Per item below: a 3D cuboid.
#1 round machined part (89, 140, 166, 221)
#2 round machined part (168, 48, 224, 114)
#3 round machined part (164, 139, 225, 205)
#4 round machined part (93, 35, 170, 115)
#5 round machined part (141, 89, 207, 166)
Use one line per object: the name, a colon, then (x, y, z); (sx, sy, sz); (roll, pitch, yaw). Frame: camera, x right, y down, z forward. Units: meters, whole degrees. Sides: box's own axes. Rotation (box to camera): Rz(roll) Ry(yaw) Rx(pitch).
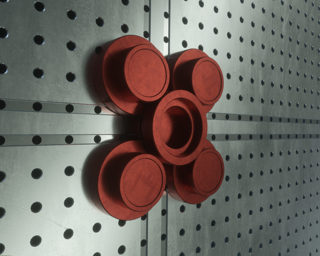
round machined part: (-0.031, 0.063, 0.374); (0.099, 0.042, 0.097); (0, 90, -40)
round machined part: (0.054, -0.065, 0.445); (0.099, 0.042, 0.097); (0, 90, -40)
round machined part: (0.055, 0.061, 0.446); (0.099, 0.042, 0.097); (0, 90, -40)
round machined part: (-0.027, -0.064, 0.376); (0.099, 0.042, 0.097); (0, 90, -40)
round machined part: (0.015, -0.001, 0.410); (0.099, 0.042, 0.097); (0, 90, -40)
